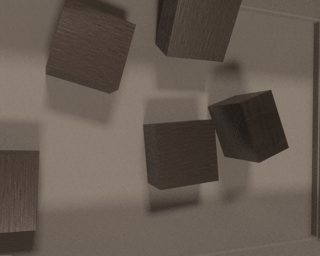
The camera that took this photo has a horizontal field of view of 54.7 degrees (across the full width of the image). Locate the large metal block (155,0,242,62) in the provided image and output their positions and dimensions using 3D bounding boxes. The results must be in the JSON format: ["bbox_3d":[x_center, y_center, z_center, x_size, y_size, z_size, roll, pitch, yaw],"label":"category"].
[{"bbox_3d":[0.046,-0.135,0.397,0.081,0.050,0.079,1,121,-20],"label":"large metal block"}]

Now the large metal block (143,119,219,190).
[{"bbox_3d":[0.027,0.032,0.408,0.081,0.050,0.079,-5,92,-20],"label":"large metal block"}]

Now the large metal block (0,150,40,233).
[{"bbox_3d":[-0.175,0.066,0.333,0.081,0.050,0.079,2,89,-20],"label":"large metal block"}]

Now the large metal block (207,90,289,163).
[{"bbox_3d":[0.119,-0.003,0.427,0.050,0.080,0.080,-22,98,-19],"label":"large metal block"}]

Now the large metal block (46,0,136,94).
[{"bbox_3d":[-0.083,-0.093,0.367,0.081,0.050,0.080,16,85,-20],"label":"large metal block"}]
